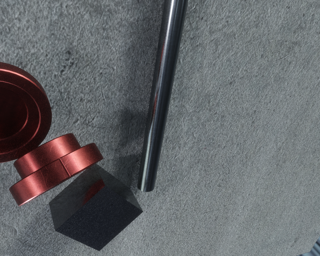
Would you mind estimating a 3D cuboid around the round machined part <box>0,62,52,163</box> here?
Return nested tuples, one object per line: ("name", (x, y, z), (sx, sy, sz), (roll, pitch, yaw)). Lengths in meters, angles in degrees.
("round machined part", (-0.159, -0.018, 0.298), (0.099, 0.042, 0.097), (-14, 125, -21))

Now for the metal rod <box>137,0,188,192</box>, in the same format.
("metal rod", (0.002, -0.046, 0.380), (0.025, 0.025, 0.298), (-5, 121, -26))

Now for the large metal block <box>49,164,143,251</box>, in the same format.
("large metal block", (-0.084, 0.105, 0.411), (0.080, 0.050, 0.080), (-42, 130, 1))

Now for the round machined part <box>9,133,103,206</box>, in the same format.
("round machined part", (-0.115, 0.040, 0.335), (0.098, 0.098, 0.042), (-30, 90, -10))
